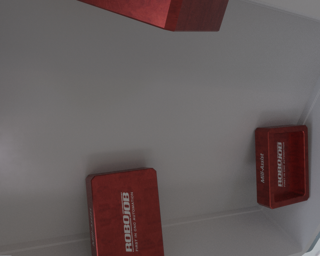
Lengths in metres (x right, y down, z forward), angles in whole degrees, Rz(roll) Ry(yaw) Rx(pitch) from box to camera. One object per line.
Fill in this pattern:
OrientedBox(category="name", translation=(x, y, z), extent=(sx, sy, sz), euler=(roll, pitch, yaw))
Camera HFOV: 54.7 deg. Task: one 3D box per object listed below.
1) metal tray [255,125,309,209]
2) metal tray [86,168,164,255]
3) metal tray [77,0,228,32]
OrientedBox(category="metal tray", translation=(0.205, 0.062, 0.519), extent=(0.091, 0.030, 0.129), euler=(-4, 94, -26))
OrientedBox(category="metal tray", translation=(-0.046, 0.122, 0.412), extent=(0.091, 0.030, 0.129), euler=(-4, 87, -27))
OrientedBox(category="metal tray", translation=(-0.022, -0.109, 0.243), extent=(0.091, 0.130, 0.030), euler=(-28, 138, -56))
